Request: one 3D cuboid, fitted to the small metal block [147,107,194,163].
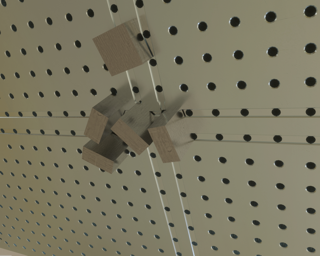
[{"bbox_3d":[0.015,0.009,0.391,0.025,0.050,0.050,-11,113,32],"label":"small metal block"}]

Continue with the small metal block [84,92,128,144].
[{"bbox_3d":[-0.074,-0.014,0.424,0.025,0.050,0.050,33,129,6],"label":"small metal block"}]

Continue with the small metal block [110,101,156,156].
[{"bbox_3d":[-0.028,0.000,0.408,0.050,0.050,0.025,43,129,-2],"label":"small metal block"}]

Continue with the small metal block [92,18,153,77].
[{"bbox_3d":[-0.045,-0.096,0.374,0.050,0.025,0.050,-14,112,33],"label":"small metal block"}]

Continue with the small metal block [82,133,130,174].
[{"bbox_3d":[-0.078,0.033,0.455,0.050,0.050,0.025,25,127,12],"label":"small metal block"}]
